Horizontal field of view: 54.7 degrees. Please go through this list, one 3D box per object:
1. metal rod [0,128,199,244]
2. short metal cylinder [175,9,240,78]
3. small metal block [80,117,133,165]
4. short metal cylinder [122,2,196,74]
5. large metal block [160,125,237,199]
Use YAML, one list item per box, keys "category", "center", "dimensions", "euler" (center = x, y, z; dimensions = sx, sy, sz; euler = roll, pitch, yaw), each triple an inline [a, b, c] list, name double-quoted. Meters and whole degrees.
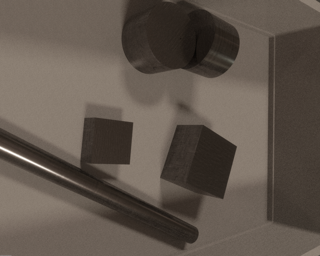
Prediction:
- category: "metal rod"
  center: [-0.055, 0.081, 0.362]
  dimensions: [0.301, 0.025, 0.025]
  euler: [36, 68, -34]
- category: "short metal cylinder"
  center: [0.060, -0.113, 0.423]
  dimensions: [0.050, 0.080, 0.080]
  euler: [10, 84, -40]
- category: "small metal block"
  center: [-0.061, 0.016, 0.357]
  dimensions: [0.050, 0.025, 0.050]
  euler: [7, 85, -40]
- category: "short metal cylinder"
  center: [-0.001, -0.111, 0.391]
  dimensions: [0.081, 0.050, 0.079]
  euler: [0, 90, -40]
- category: "large metal block"
  center: [0.057, 0.048, 0.441]
  dimensions: [0.080, 0.050, 0.080]
  euler: [30, 72, -37]
